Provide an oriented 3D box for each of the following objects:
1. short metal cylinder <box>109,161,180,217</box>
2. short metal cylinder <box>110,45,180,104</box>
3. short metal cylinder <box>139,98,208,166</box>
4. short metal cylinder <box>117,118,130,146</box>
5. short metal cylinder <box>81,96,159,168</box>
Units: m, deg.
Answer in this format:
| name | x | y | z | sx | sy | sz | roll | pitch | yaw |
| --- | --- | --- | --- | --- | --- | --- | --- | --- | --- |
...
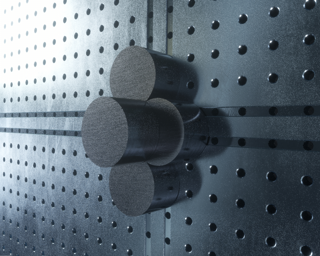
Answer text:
| name | x | y | z | sx | sy | sz | roll | pitch | yaw |
| --- | --- | --- | --- | --- | --- | --- | --- | --- | --- |
| short metal cylinder | -0.022 | 0.072 | 0.410 | 0.080 | 0.050 | 0.080 | -2 | 87 | 39 |
| short metal cylinder | -0.021 | -0.064 | 0.410 | 0.080 | 0.050 | 0.079 | 0 | 90 | 39 |
| short metal cylinder | 0.012 | 0.004 | 0.383 | 0.080 | 0.050 | 0.080 | 0 | 90 | 40 |
| short metal cylinder | -0.053 | 0.004 | 0.437 | 0.080 | 0.050 | 0.079 | 0 | 90 | 40 |
| short metal cylinder | -0.048 | 0.004 | 0.366 | 0.080 | 0.050 | 0.079 | 0 | 90 | 40 |
